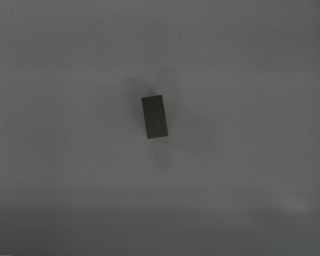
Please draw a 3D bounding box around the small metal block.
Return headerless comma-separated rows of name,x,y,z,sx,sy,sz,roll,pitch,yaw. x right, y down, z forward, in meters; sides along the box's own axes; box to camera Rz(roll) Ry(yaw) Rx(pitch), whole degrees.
small metal block,-0.006,-0.013,0.395,0.025,0.050,0.050,-9,90,0
